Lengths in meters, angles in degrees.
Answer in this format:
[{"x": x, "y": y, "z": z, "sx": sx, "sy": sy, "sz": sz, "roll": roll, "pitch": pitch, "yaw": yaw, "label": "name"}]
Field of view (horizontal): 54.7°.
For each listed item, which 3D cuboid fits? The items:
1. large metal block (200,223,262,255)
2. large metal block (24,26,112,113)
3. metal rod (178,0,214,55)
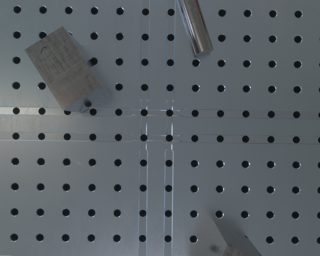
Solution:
[{"x": 0.081, "y": 0.177, "z": 0.387, "sx": 0.050, "sy": 0.080, "sz": 0.080, "roll": 25, "pitch": 90, "yaw": 0, "label": "large metal block"}, {"x": -0.108, "y": -0.067, "z": 0.385, "sx": 0.050, "sy": 0.080, "sz": 0.080, "roll": -32, "pitch": 90, "yaw": 0, "label": "large metal block"}, {"x": 0.015, "y": -0.243, "z": 0.413, "sx": 0.025, "sy": 0.025, "sz": 0.298, "roll": -17, "pitch": 90, "yaw": 0, "label": "metal rod"}]
